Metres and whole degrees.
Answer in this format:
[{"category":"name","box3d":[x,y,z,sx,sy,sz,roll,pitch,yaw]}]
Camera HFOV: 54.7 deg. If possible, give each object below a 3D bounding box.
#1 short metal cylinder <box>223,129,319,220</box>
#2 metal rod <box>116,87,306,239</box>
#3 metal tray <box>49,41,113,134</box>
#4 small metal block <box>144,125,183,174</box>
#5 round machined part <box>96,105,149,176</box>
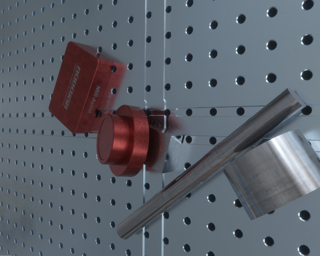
[{"category":"short metal cylinder","box3d":[0.106,0.044,0.285,0.080,0.081,0.050,-40,66,32]},{"category":"metal rod","box3d":[0.040,0.060,0.374,0.299,0.025,0.025,-44,64,30]},{"category":"metal tray","box3d":[-0.134,-0.066,0.514,0.090,0.030,0.129,36,112,34]},{"category":"small metal block","box3d":[-0.002,0.026,0.409,0.050,0.025,0.050,21,103,37]},{"category":"round machined part","box3d":[-0.055,0.016,0.420,0.098,0.042,0.098,-22,65,58]}]
